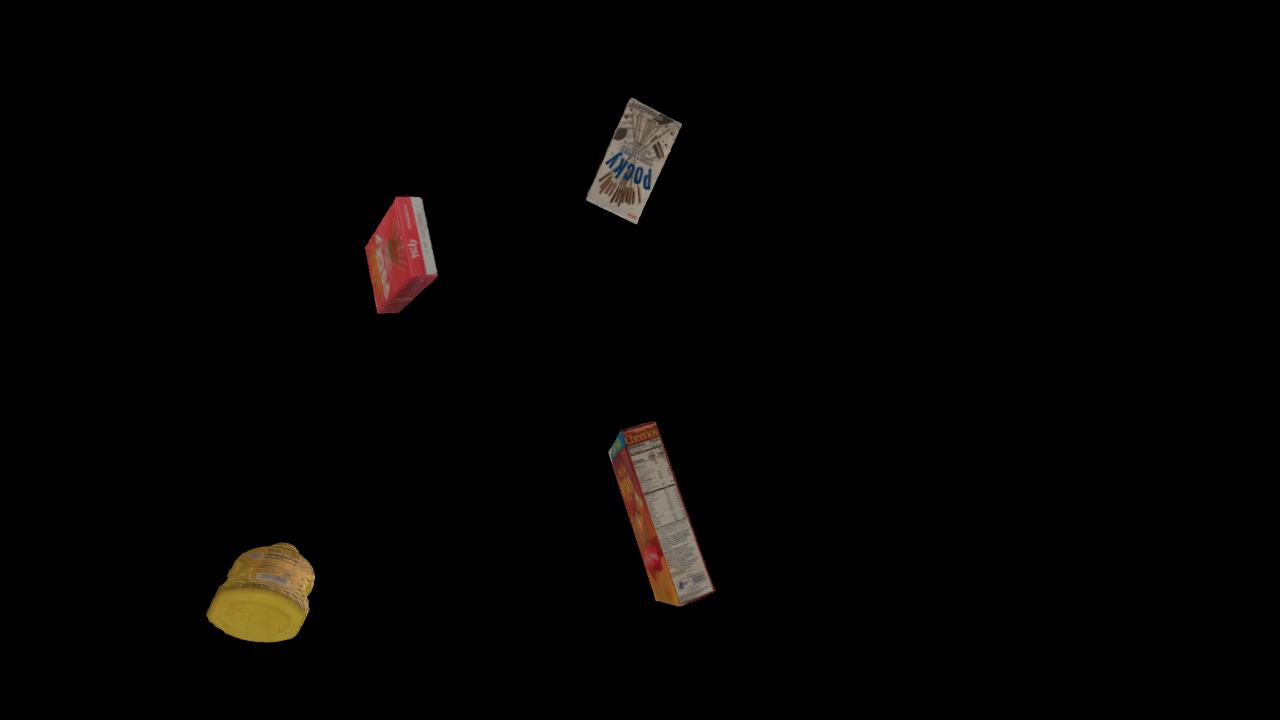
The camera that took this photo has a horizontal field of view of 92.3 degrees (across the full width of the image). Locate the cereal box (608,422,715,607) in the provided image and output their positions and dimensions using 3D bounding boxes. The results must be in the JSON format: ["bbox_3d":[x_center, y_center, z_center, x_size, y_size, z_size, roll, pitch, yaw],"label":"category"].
[{"bbox_3d":[0.028,0.282,1.125,0.081,0.306,0.203,-16,-15,-15],"label":"cereal box"}]

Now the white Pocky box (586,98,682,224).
[{"bbox_3d":[-0.010,-0.283,0.881,0.084,0.154,0.028,24,7,-9],"label":"white Pocky box"}]

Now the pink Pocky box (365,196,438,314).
[{"bbox_3d":[-0.261,-0.108,0.665,0.029,0.084,0.155,-9,-4,-36],"label":"pink Pocky box"}]

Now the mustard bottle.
[{"bbox_3d":[-0.424,0.254,0.709,0.092,0.054,0.184,20,-3,-23],"label":"mustard bottle"}]
